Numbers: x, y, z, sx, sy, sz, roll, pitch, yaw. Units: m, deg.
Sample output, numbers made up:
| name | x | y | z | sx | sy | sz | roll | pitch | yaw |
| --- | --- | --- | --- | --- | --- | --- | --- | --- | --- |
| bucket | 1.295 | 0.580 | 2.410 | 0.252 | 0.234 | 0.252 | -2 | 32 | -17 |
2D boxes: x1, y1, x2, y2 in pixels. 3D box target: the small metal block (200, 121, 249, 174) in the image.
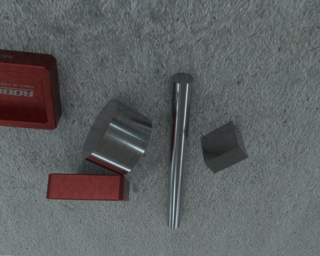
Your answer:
| name | x | y | z | sx | sy | sz | roll | pitch | yaw |
| --- | --- | --- | --- | --- | --- | --- | --- | --- | --- |
| small metal block | 0.085 | 0.025 | 0.414 | 0.050 | 0.050 | 0.025 | -30 | 124 | 23 |

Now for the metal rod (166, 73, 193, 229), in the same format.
| name | x | y | z | sx | sy | sz | roll | pitch | yaw |
| --- | --- | --- | --- | --- | --- | --- | --- | --- | --- |
| metal rod | 0.025 | 0.056 | 0.455 | 0.025 | 0.025 | 0.298 | 0 | 130 | -1 |

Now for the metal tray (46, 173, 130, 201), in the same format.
| name | x | y | z | sx | sy | sz | roll | pitch | yaw |
| --- | --- | --- | --- | --- | --- | --- | --- | --- | --- |
| metal tray | -0.091 | 0.085 | 0.429 | 0.091 | 0.030 | 0.130 | 2 | 166 | -2 |

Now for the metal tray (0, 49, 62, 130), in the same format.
| name | x | y | z | sx | sy | sz | roll | pitch | yaw |
| --- | --- | --- | --- | --- | --- | --- | --- | --- | --- |
| metal tray | -0.188 | -0.045 | 0.362 | 0.131 | 0.030 | 0.089 | 5 | 130 | -5 |

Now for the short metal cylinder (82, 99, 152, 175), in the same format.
| name | x | y | z | sx | sy | sz | roll | pitch | yaw |
| --- | --- | --- | --- | --- | --- | --- | --- | --- | --- |
| short metal cylinder | -0.053 | 0.011 | 0.380 | 0.050 | 0.080 | 0.080 | 29 | 124 | -23 |
